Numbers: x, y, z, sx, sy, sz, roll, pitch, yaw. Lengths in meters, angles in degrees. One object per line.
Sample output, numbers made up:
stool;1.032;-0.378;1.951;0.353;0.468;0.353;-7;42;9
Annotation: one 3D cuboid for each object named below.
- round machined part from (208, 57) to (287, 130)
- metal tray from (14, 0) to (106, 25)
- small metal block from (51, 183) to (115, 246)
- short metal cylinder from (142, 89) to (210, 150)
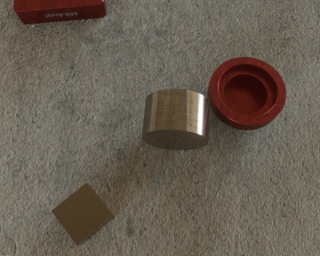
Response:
round machined part;0.113;-0.042;0.416;0.099;0.042;0.098;0;70;0
metal tray;-0.154;-0.212;0.482;0.131;0.030;0.090;-6;70;-3
small metal block;-0.090;0.103;0.370;0.050;0.025;0.050;-39;75;-13
short metal cylinder;0.020;-0.008;0.382;0.080;0.080;0.050;4;70;1
